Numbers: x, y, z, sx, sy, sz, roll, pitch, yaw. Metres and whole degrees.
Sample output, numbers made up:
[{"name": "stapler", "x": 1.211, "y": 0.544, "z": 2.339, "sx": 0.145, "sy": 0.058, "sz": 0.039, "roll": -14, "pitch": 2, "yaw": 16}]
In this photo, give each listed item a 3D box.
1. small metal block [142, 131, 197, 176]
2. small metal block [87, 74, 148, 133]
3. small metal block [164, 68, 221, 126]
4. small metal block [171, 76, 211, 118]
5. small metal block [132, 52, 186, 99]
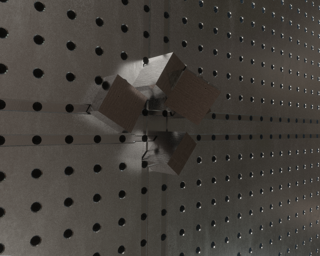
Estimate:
[{"name": "small metal block", "x": 0.012, "y": 0.032, "z": 0.405, "sx": 0.025, "sy": 0.050, "sz": 0.050, "roll": 49, "pitch": 61, "yaw": -30}, {"name": "small metal block", "x": -0.049, "y": -0.028, "z": 0.369, "sx": 0.050, "sy": 0.025, "sz": 0.050, "roll": 37, "pitch": 67, "yaw": -34}, {"name": "small metal block", "x": 0.040, "y": -0.039, "z": 0.387, "sx": 0.050, "sy": 0.025, "sz": 0.050, "roll": 32, "pitch": 106, "yaw": -4}, {"name": "small metal block", "x": 0.038, "y": -0.041, "z": 0.427, "sx": 0.025, "sy": 0.050, "sz": 0.050, "roll": -27, "pitch": 107, "yaw": -38}, {"name": "small metal block", "x": -0.003, "y": -0.065, "z": 0.392, "sx": 0.025, "sy": 0.050, "sz": 0.050, "roll": 41, "pitch": 65, "yaw": -33}]
